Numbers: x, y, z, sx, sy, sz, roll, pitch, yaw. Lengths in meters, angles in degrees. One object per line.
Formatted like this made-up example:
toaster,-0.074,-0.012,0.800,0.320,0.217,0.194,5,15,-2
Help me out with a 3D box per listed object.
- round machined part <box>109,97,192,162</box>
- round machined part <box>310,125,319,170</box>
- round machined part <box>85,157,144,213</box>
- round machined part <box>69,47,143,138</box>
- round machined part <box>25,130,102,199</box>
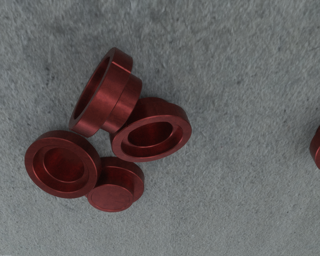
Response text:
round machined part,-0.014,-0.001,0.382,0.099,0.042,0.098,-12,146,-8
round machined part,0.251,0.017,0.414,0.099,0.042,0.097,-1,130,0
round machined part,-0.074,0.093,0.474,0.099,0.042,0.097,-1,130,0
round machined part,-0.054,-0.033,0.331,0.042,0.098,0.098,29,124,-22
round machined part,-0.127,0.045,0.423,0.099,0.042,0.097,3,118,7
